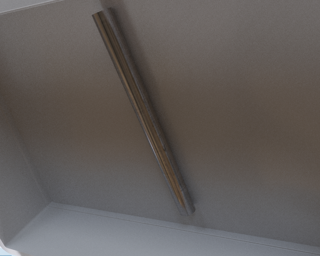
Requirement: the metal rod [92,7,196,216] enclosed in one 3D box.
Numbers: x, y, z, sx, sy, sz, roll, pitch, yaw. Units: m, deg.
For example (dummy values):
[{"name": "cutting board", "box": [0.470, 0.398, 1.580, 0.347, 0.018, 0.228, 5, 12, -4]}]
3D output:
[{"name": "metal rod", "box": [-0.013, -0.006, 0.410, 0.025, 0.025, 0.299, -10, 114, 32]}]
